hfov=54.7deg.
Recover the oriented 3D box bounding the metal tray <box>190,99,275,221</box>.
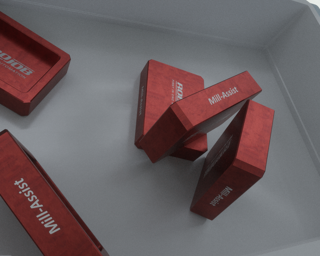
[{"bbox_3d":[0.079,0.040,0.354,0.030,0.129,0.090,24,52,1],"label":"metal tray"}]

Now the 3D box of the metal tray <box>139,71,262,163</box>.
[{"bbox_3d":[0.048,-0.013,0.358,0.131,0.090,0.030,-26,77,-37],"label":"metal tray"}]

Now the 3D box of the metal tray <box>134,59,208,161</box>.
[{"bbox_3d":[0.017,-0.026,0.427,0.091,0.030,0.130,15,56,-20],"label":"metal tray"}]

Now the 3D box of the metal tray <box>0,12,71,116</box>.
[{"bbox_3d":[-0.183,-0.083,0.354,0.130,0.030,0.090,32,52,-8],"label":"metal tray"}]

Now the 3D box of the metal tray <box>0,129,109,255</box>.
[{"bbox_3d":[-0.095,0.070,0.264,0.030,0.090,0.130,-38,81,-18],"label":"metal tray"}]
